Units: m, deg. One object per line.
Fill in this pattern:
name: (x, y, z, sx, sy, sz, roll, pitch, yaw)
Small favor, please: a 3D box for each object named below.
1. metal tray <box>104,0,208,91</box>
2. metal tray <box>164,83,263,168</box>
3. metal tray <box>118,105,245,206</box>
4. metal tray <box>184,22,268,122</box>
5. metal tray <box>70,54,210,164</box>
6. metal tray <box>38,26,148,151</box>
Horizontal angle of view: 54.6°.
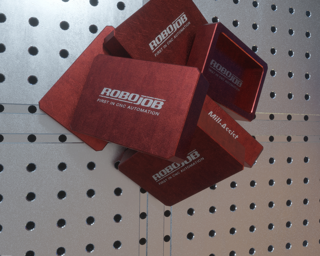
metal tray: (0.005, -0.114, 0.391, 0.090, 0.030, 0.130, 49, 61, -17)
metal tray: (0.057, -0.003, 0.398, 0.130, 0.090, 0.030, 40, 77, -16)
metal tray: (0.023, 0.038, 0.370, 0.090, 0.129, 0.030, 40, 39, -16)
metal tray: (0.091, -0.070, 0.417, 0.131, 0.030, 0.090, 22, 82, -41)
metal tray: (-0.024, -0.024, 0.323, 0.030, 0.130, 0.090, 30, 76, -61)
metal tray: (-0.072, -0.048, 0.383, 0.090, 0.030, 0.130, 41, 77, -17)
